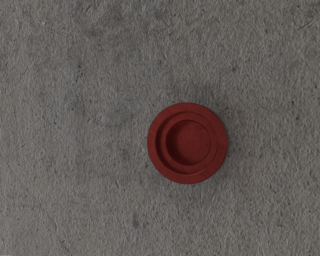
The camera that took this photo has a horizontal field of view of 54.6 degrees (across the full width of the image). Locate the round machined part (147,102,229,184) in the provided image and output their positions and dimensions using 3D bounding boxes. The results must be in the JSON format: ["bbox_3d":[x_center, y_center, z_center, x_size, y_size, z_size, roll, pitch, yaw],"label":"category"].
[{"bbox_3d":[0.037,0.018,0.387,0.098,0.042,0.097,0,90,20],"label":"round machined part"}]
